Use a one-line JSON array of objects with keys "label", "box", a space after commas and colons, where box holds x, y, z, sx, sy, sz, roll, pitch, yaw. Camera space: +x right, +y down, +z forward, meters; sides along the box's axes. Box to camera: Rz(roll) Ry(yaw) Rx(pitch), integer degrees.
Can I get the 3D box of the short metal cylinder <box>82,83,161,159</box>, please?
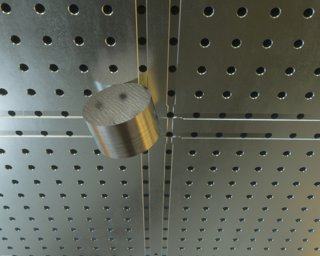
[{"label": "short metal cylinder", "box": [-0.044, -0.010, 0.366, 0.080, 0.080, 0.050, -9, 130, 8]}]
